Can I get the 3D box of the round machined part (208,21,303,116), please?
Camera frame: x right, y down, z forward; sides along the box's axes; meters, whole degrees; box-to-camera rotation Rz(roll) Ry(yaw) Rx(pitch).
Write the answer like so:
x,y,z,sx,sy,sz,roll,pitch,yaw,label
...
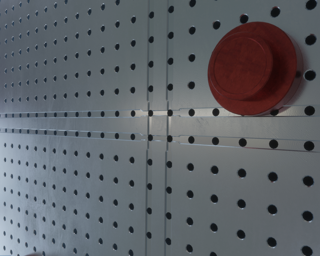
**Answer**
x,y,z,sx,sy,sz,roll,pitch,yaw,label
0.091,-0.062,0.323,0.098,0.042,0.097,0,90,40,round machined part
